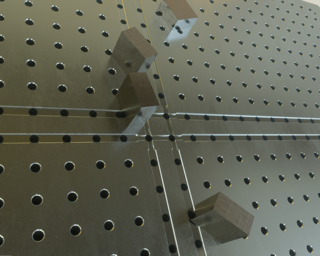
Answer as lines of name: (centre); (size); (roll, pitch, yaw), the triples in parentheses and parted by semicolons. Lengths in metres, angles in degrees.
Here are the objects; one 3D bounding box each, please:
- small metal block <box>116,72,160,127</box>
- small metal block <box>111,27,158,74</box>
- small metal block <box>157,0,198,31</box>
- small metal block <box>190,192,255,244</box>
small metal block: (-0.030, -0.036, 0.397); (0.025, 0.050, 0.050); (-8, 66, -32)
small metal block: (-0.037, -0.103, 0.435); (0.025, 0.050, 0.050); (-34, 81, -38)
small metal block: (0.031, -0.202, 0.548); (0.050, 0.025, 0.050); (-22, 74, -36)
small metal block: (0.073, 0.107, 0.366); (0.050, 0.050, 0.025); (36, 51, -4)
